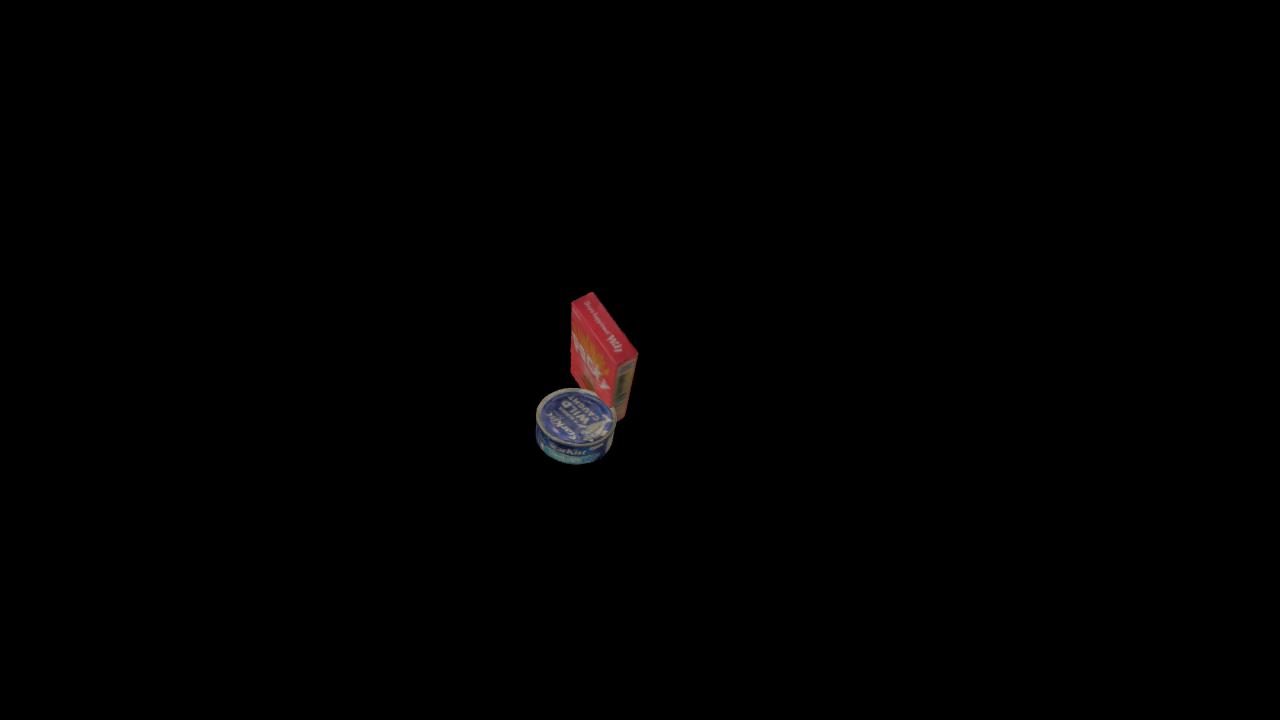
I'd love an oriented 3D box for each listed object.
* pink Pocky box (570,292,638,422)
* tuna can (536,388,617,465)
[{"bbox_3d":[-0.042,0.004,0.654,0.029,0.084,0.155,-28,-21,-20],"label":"pink Pocky box"},{"bbox_3d":[-0.068,0.069,0.647,0.084,0.034,0.084,7,38,-6],"label":"tuna can"}]
